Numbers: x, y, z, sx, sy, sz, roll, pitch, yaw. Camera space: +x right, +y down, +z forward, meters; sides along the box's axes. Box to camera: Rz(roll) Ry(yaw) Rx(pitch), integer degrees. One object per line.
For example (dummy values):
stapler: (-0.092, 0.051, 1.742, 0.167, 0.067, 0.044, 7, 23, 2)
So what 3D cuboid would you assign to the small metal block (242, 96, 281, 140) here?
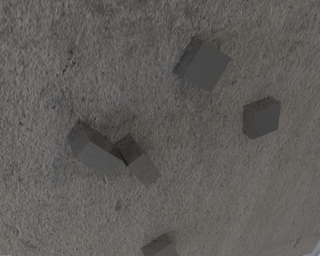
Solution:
small metal block: (0.158, -0.016, 0.483, 0.050, 0.025, 0.050, -20, 126, -17)

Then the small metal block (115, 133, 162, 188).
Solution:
small metal block: (-0.029, 0.042, 0.400, 0.025, 0.050, 0.050, -38, 129, -3)

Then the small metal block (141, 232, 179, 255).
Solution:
small metal block: (0.001, 0.219, 0.543, 0.050, 0.025, 0.050, -31, 129, -9)

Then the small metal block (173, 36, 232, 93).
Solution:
small metal block: (0.053, -0.079, 0.387, 0.050, 0.025, 0.050, 19, 109, -36)

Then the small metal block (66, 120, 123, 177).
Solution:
small metal block: (-0.077, 0.024, 0.363, 0.025, 0.050, 0.050, -48, 129, 5)
